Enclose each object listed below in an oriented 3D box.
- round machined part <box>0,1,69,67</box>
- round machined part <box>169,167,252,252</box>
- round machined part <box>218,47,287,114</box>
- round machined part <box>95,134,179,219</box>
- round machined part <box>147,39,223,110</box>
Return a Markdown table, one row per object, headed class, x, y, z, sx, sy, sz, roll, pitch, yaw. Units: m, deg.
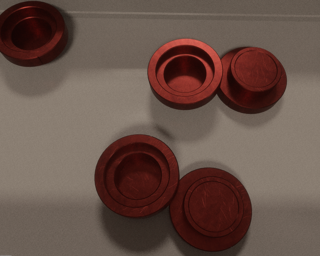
| class | x | y | z | sx | sy | sz | roll | pitch | yaw |
| --- | --- | --- | --- | --- | --- | --- | --- | --- | --- |
| round machined part | -0.181 | -0.130 | 0.446 | 0.099 | 0.042 | 0.098 | 0 | 70 | -1 |
| round machined part | 0.060 | 0.095 | 0.367 | 0.099 | 0.042 | 0.098 | 0 | 70 | -1 |
| round machined part | 0.127 | -0.072 | 0.428 | 0.099 | 0.042 | 0.098 | 0 | 70 | -1 |
| round machined part | -0.025 | 0.060 | 0.375 | 0.099 | 0.042 | 0.098 | -1 | 68 | 4 |
| round machined part | 0.034 | -0.069 | 0.423 | 0.099 | 0.042 | 0.098 | -1 | 71 | 4 |
